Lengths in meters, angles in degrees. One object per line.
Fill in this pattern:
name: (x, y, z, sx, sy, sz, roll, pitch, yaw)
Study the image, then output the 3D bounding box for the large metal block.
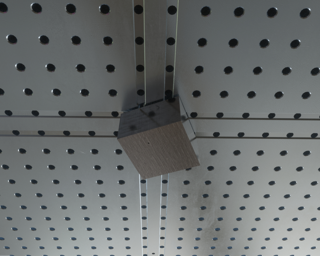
large metal block: (0.000, 0.015, 0.404, 0.080, 0.050, 0.080, -16, 129, 13)
